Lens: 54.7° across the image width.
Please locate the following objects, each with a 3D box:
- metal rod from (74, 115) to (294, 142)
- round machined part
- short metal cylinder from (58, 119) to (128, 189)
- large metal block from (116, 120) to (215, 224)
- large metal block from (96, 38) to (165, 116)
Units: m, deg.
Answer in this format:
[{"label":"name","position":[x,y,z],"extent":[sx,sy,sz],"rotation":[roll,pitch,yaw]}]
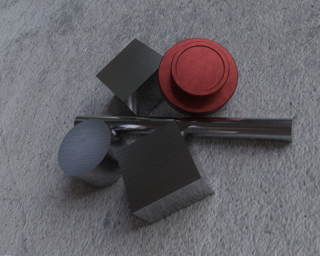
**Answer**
[{"label":"metal rod","position":[0.010,-0.003,0.402],"extent":[0.300,0.025,0.025],"rotation":[2,63,28]},{"label":"round machined part","position":[0.047,-0.066,0.379],"extent":[0.099,0.042,0.098],"rotation":[0,79,0]},{"label":"short metal cylinder","position":[-0.086,0.034,0.412],"extent":[0.080,0.050,0.080],"rotation":[-13,56,20]},{"label":"large metal block","position":[0.005,0.051,0.355],"extent":[0.080,0.050,0.080],"rotation":[-29,52,9]},{"label":"large metal block","position":[-0.031,-0.071,0.445],"extent":[0.080,0.050,0.080],"rotation":[-45,51,-3]}]
